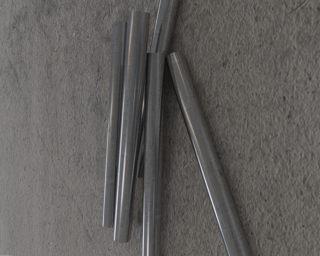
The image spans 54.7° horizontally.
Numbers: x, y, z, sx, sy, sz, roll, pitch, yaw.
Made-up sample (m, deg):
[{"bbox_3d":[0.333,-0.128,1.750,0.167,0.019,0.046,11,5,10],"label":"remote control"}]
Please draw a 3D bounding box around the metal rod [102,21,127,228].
[{"bbox_3d":[-0.065,-0.003,0.458,0.025,0.025,0.298,6,94,40],"label":"metal rod"}]

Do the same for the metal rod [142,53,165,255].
[{"bbox_3d":[-0.009,0.057,0.398,0.025,0.025,0.298,7,99,40],"label":"metal rod"}]

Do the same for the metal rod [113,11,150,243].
[{"bbox_3d":[-0.038,0.011,0.393,0.025,0.025,0.298,19,110,38],"label":"metal rod"}]

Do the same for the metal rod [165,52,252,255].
[{"bbox_3d":[0.059,0.050,0.355,0.025,0.025,0.299,-27,73,37],"label":"metal rod"}]

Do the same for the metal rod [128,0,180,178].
[{"bbox_3d":[-0.005,-0.079,0.409,0.025,0.025,0.298,19,102,38],"label":"metal rod"}]
